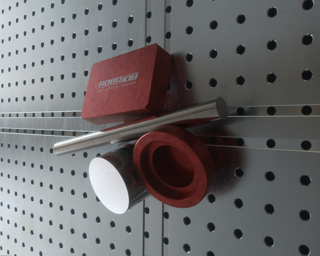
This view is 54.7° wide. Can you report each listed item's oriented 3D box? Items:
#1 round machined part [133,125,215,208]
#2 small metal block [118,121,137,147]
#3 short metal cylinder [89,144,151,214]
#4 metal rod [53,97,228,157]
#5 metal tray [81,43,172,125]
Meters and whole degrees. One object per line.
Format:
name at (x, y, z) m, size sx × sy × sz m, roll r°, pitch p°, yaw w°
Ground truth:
round machined part at (0.020, 0.041, 0.365) m, size 0.098 × 0.042 × 0.097 m, roll 16°, pitch 120°, yaw 29°
small metal block at (-0.030, 0.015, 0.443) m, size 0.050 × 0.025 × 0.050 m, roll 23°, pitch 104°, yaw 37°
short metal cylinder at (-0.051, 0.067, 0.417) m, size 0.080 × 0.050 × 0.079 m, roll 21°, pitch 122°, yaw 38°
metal rod at (-0.050, 0.007, 0.414) m, size 0.300 × 0.025 × 0.025 m, roll -14°, pitch 82°, yaw 38°
metal tray at (-0.049, -0.056, 0.426) m, size 0.130 × 0.030 × 0.090 m, roll -6°, pitch 67°, yaw 39°
